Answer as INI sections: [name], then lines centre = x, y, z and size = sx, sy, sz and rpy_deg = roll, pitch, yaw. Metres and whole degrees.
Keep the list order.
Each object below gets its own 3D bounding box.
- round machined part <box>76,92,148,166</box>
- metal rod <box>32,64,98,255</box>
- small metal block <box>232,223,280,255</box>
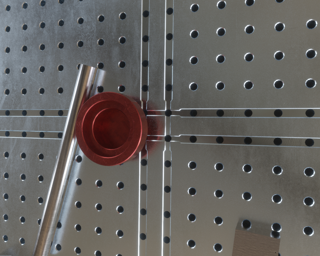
[round machined part]
centre = -0.062, 0.001, 0.424
size = 0.098, 0.042, 0.097
rpy_deg = 0, 90, 19
[metal rod]
centre = -0.142, 0.054, 0.461
size = 0.025, 0.025, 0.298
rpy_deg = 18, 96, 19
[small metal block]
centre = 0.114, 0.148, 0.372
size = 0.050, 0.025, 0.050
rpy_deg = 8, 93, 19
